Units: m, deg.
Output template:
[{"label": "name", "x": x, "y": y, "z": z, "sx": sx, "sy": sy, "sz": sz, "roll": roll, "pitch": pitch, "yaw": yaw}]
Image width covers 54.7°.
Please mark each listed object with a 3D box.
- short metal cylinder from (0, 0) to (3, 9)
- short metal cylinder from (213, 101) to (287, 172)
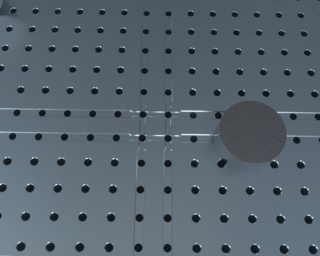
[{"label": "short metal cylinder", "x": -0.283, "y": -0.202, "z": 0.453, "sx": 0.080, "sy": 0.080, "sz": 0.050, "roll": -33, "pitch": 74, "yaw": -12}, {"label": "short metal cylinder", "x": 0.112, "y": 0.012, "z": 0.396, "sx": 0.081, "sy": 0.050, "sz": 0.080, "roll": 0, "pitch": 70, "yaw": 0}]
